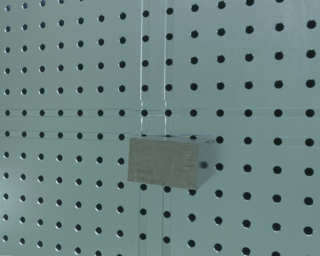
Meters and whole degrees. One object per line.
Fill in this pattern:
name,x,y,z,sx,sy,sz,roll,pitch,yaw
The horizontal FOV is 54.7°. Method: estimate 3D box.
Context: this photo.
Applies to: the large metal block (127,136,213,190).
large metal block,0.016,0.038,0.377,0.080,0.080,0.050,4,92,19
